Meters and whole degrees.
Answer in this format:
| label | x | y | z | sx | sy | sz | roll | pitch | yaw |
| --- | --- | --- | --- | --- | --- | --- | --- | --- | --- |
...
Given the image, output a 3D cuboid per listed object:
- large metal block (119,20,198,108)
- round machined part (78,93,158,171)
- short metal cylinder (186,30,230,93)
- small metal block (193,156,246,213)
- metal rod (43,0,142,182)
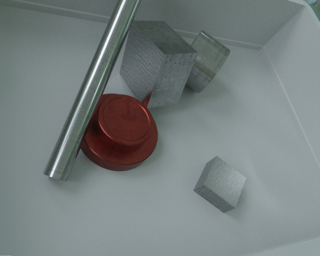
| label | x | y | z | sx | sy | sz | roll | pitch | yaw |
| --- | --- | --- | --- | --- | --- | --- | --- | --- | --- |
| large metal block | -0.006 | -0.085 | 0.407 | 0.050 | 0.079 | 0.080 | -12 | 49 | -34 |
| round machined part | -0.047 | -0.001 | 0.372 | 0.099 | 0.042 | 0.098 | 14 | 56 | -21 |
| short metal cylinder | 0.060 | -0.099 | 0.465 | 0.050 | 0.080 | 0.080 | 35 | 51 | -6 |
| small metal block | 0.079 | 0.074 | 0.405 | 0.050 | 0.025 | 0.050 | 37 | 51 | -4 |
| metal rod | -0.059 | -0.086 | 0.352 | 0.025 | 0.025 | 0.299 | 23 | 77 | -15 |
